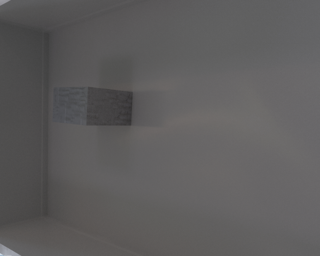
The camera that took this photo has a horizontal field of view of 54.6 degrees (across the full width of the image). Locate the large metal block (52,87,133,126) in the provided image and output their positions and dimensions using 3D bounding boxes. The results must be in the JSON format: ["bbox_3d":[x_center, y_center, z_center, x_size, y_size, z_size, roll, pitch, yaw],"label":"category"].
[{"bbox_3d":[-0.098,-0.031,0.453,0.080,0.081,0.050,5,94,40],"label":"large metal block"}]
